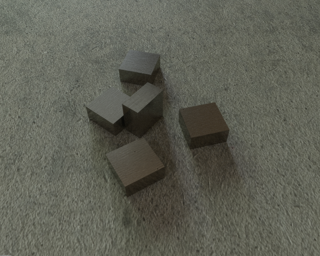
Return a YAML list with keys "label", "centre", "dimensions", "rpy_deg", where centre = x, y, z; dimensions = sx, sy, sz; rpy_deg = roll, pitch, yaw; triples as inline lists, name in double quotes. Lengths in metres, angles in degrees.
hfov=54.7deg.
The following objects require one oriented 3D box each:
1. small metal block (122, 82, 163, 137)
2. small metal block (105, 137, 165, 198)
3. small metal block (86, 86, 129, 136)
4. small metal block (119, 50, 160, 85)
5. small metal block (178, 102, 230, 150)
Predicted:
- label: "small metal block"
  centre: [-0.021, -0.023, 0.406]
  dimensions: [0.025, 0.050, 0.050]
  rpy_deg: [30, 56, 23]
- label: "small metal block"
  centre: [-0.029, 0.045, 0.365]
  dimensions: [0.050, 0.025, 0.050]
  rpy_deg: [-25, 54, -20]
- label: "small metal block"
  centre: [-0.063, -0.024, 0.423]
  dimensions: [0.050, 0.025, 0.050]
  rpy_deg: [31, 56, 23]
- label: "small metal block"
  centre: [-0.031, -0.093, 0.481]
  dimensions: [0.050, 0.025, 0.050]
  rpy_deg: [12, 51, 9]
- label: "small metal block"
  centre: [0.056, -0.003, 0.406]
  dimensions: [0.050, 0.025, 0.050]
  rpy_deg: [-11, 51, -10]
